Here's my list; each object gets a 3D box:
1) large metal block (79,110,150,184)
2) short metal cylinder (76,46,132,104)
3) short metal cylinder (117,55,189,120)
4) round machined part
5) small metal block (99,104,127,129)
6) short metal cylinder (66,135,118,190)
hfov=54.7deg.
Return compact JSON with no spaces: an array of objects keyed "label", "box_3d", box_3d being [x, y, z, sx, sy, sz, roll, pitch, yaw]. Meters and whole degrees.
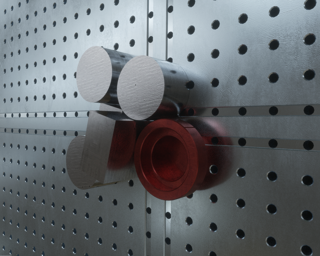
[{"label":"large metal block","box_3d":[-0.053,0.022,0.413,0.050,0.081,0.079,20,103,38]},{"label":"short metal cylinder","box_3d":[-0.079,-0.076,0.458,0.080,0.050,0.080,0,90,40]},{"label":"short metal cylinder","box_3d":[-0.009,-0.050,0.401,0.080,0.050,0.080,0,90,40]},{"label":"round machined part","box_3d":[0.018,0.037,0.384,0.098,0.042,0.097,0,90,40]},{"label":"small metal block","box_3d":[-0.068,-0.008,0.465,0.050,0.025,0.050,19,102,38]},{"label":"short metal cylinder","box_3d":[-0.099,0.051,0.475,0.080,0.050,0.080,0,90,40]}]
